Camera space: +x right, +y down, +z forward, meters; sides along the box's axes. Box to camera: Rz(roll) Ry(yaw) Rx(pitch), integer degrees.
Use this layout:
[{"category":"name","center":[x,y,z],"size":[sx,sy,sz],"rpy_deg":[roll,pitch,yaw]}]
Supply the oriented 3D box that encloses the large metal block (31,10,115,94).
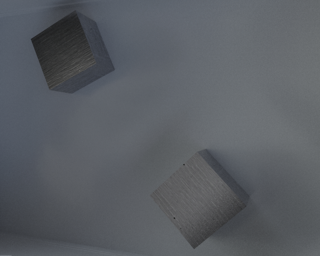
[{"category":"large metal block","center":[-0.123,-0.104,0.441],"size":[0.080,0.050,0.080],"rpy_deg":[-25,82,18]}]

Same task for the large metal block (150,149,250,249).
[{"category":"large metal block","center":[0.050,0.083,0.380],"size":[0.080,0.050,0.080],"rpy_deg":[-45,76,14]}]
